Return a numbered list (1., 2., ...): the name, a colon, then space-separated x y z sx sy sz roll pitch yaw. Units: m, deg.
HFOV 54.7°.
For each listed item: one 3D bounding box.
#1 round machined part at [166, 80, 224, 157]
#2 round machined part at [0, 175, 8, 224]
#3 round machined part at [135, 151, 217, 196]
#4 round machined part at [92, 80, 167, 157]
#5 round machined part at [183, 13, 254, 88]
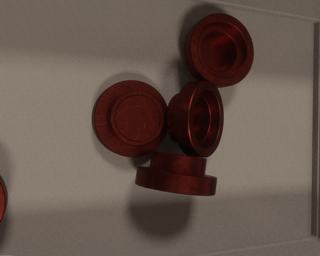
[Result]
1. round machined part: 0.043 -0.012 0.403 0.099 0.042 0.097 -5 97 -55
2. round machined part: -0.213 0.077 0.323 0.099 0.042 0.097 0 90 -21
3. round machined part: 0.021 0.054 0.381 0.099 0.098 0.042 10 84 -20
4. round machined part: -0.033 -0.012 0.390 0.099 0.042 0.097 0 90 -21
5. round machined part: 0.077 -0.104 0.431 0.099 0.042 0.097 0 90 -21
